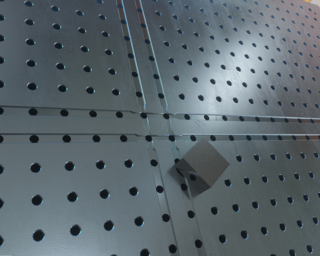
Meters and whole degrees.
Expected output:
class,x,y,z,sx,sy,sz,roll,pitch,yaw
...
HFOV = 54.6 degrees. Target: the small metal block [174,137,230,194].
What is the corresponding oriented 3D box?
class,x,y,z,sx,sy,sz,roll,pitch,yaw
small metal block,0.056,0.048,0.408,0.050,0.025,0.050,47,51,4
